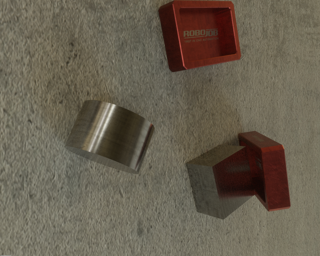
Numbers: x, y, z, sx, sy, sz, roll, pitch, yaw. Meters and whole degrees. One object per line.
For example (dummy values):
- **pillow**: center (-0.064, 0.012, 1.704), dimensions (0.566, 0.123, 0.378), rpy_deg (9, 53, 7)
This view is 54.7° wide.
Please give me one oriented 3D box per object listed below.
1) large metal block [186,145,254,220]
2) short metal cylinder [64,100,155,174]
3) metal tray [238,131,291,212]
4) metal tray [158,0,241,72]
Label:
- **large metal block**: center (0.092, 0.077, 0.466), dimensions (0.081, 0.050, 0.080), rpy_deg (-23, 105, -38)
- **short metal cylinder**: center (-0.052, 0.011, 0.326), dimensions (0.080, 0.080, 0.050), rpy_deg (31, 71, -36)
- **metal tray**: center (0.155, 0.059, 0.474), dimensions (0.030, 0.130, 0.089), rpy_deg (-9, 98, 2)
- **metal tray**: center (0.063, -0.136, 0.453), dimensions (0.131, 0.030, 0.089), rpy_deg (-18, 102, -38)
